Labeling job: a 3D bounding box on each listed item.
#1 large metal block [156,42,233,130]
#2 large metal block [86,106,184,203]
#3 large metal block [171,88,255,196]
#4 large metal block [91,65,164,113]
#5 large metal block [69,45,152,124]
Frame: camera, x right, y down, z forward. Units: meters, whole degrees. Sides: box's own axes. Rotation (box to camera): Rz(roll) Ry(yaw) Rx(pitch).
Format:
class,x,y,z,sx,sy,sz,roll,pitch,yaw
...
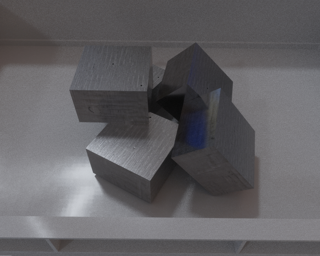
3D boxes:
class,x,y,z,sx,sy,sz,roll,pitch,yaw
large metal block,0.048,-0.048,0.400,0.080,0.050,0.080,39,45,-27
large metal block,-0.025,0.026,0.361,0.080,0.050,0.080,24,54,18
large metal block,0.063,0.017,0.345,0.050,0.080,0.080,-21,39,36
large metal block,-0.042,-0.052,0.431,0.080,0.050,0.080,29,56,22
large metal block,-0.051,-0.052,0.363,0.080,0.050,0.080,1,49,2
